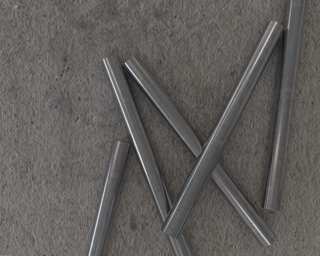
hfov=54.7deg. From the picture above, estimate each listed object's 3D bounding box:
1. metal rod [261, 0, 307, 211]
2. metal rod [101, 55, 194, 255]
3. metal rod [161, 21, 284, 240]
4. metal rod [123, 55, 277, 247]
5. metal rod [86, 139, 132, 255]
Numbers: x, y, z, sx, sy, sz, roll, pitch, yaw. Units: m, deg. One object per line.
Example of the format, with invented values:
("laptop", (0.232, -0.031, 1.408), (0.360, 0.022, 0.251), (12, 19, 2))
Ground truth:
("metal rod", (0.165, -0.042, 0.410), (0.025, 0.025, 0.298), (7, 90, 0))
("metal rod", (-0.013, 0.048, 0.409), (0.025, 0.025, 0.299), (-21, 90, 0))
("metal rod", (0.082, -0.004, 0.390), (0.025, 0.025, 0.299), (28, 82, 0))
("metal rod", (0.052, 0.030, 0.410), (0.025, 0.025, 0.300), (-38, 90, 0))
("metal rod", (-0.084, 0.163, 0.409), (0.025, 0.025, 0.298), (13, 90, 0))
